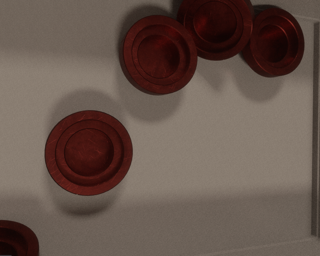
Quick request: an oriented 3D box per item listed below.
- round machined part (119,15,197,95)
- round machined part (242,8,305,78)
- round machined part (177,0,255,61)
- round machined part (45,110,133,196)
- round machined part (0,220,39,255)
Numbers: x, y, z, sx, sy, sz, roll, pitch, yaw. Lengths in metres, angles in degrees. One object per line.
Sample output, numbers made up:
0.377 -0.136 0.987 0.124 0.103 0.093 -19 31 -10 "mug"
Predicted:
-0.005 -0.091 0.400 0.099 0.042 0.097 0 90 -21 "round machined part"
0.162 -0.124 0.463 0.099 0.042 0.097 0 90 -21 "round machined part"
0.075 -0.143 0.409 0.098 0.098 0.042 46 44 -15 "round machined part"
-0.086 0.028 0.371 0.099 0.042 0.097 0 90 -21 "round machined part"
-0.175 0.143 0.313 0.099 0.098 0.042 -1 116 -20 "round machined part"
